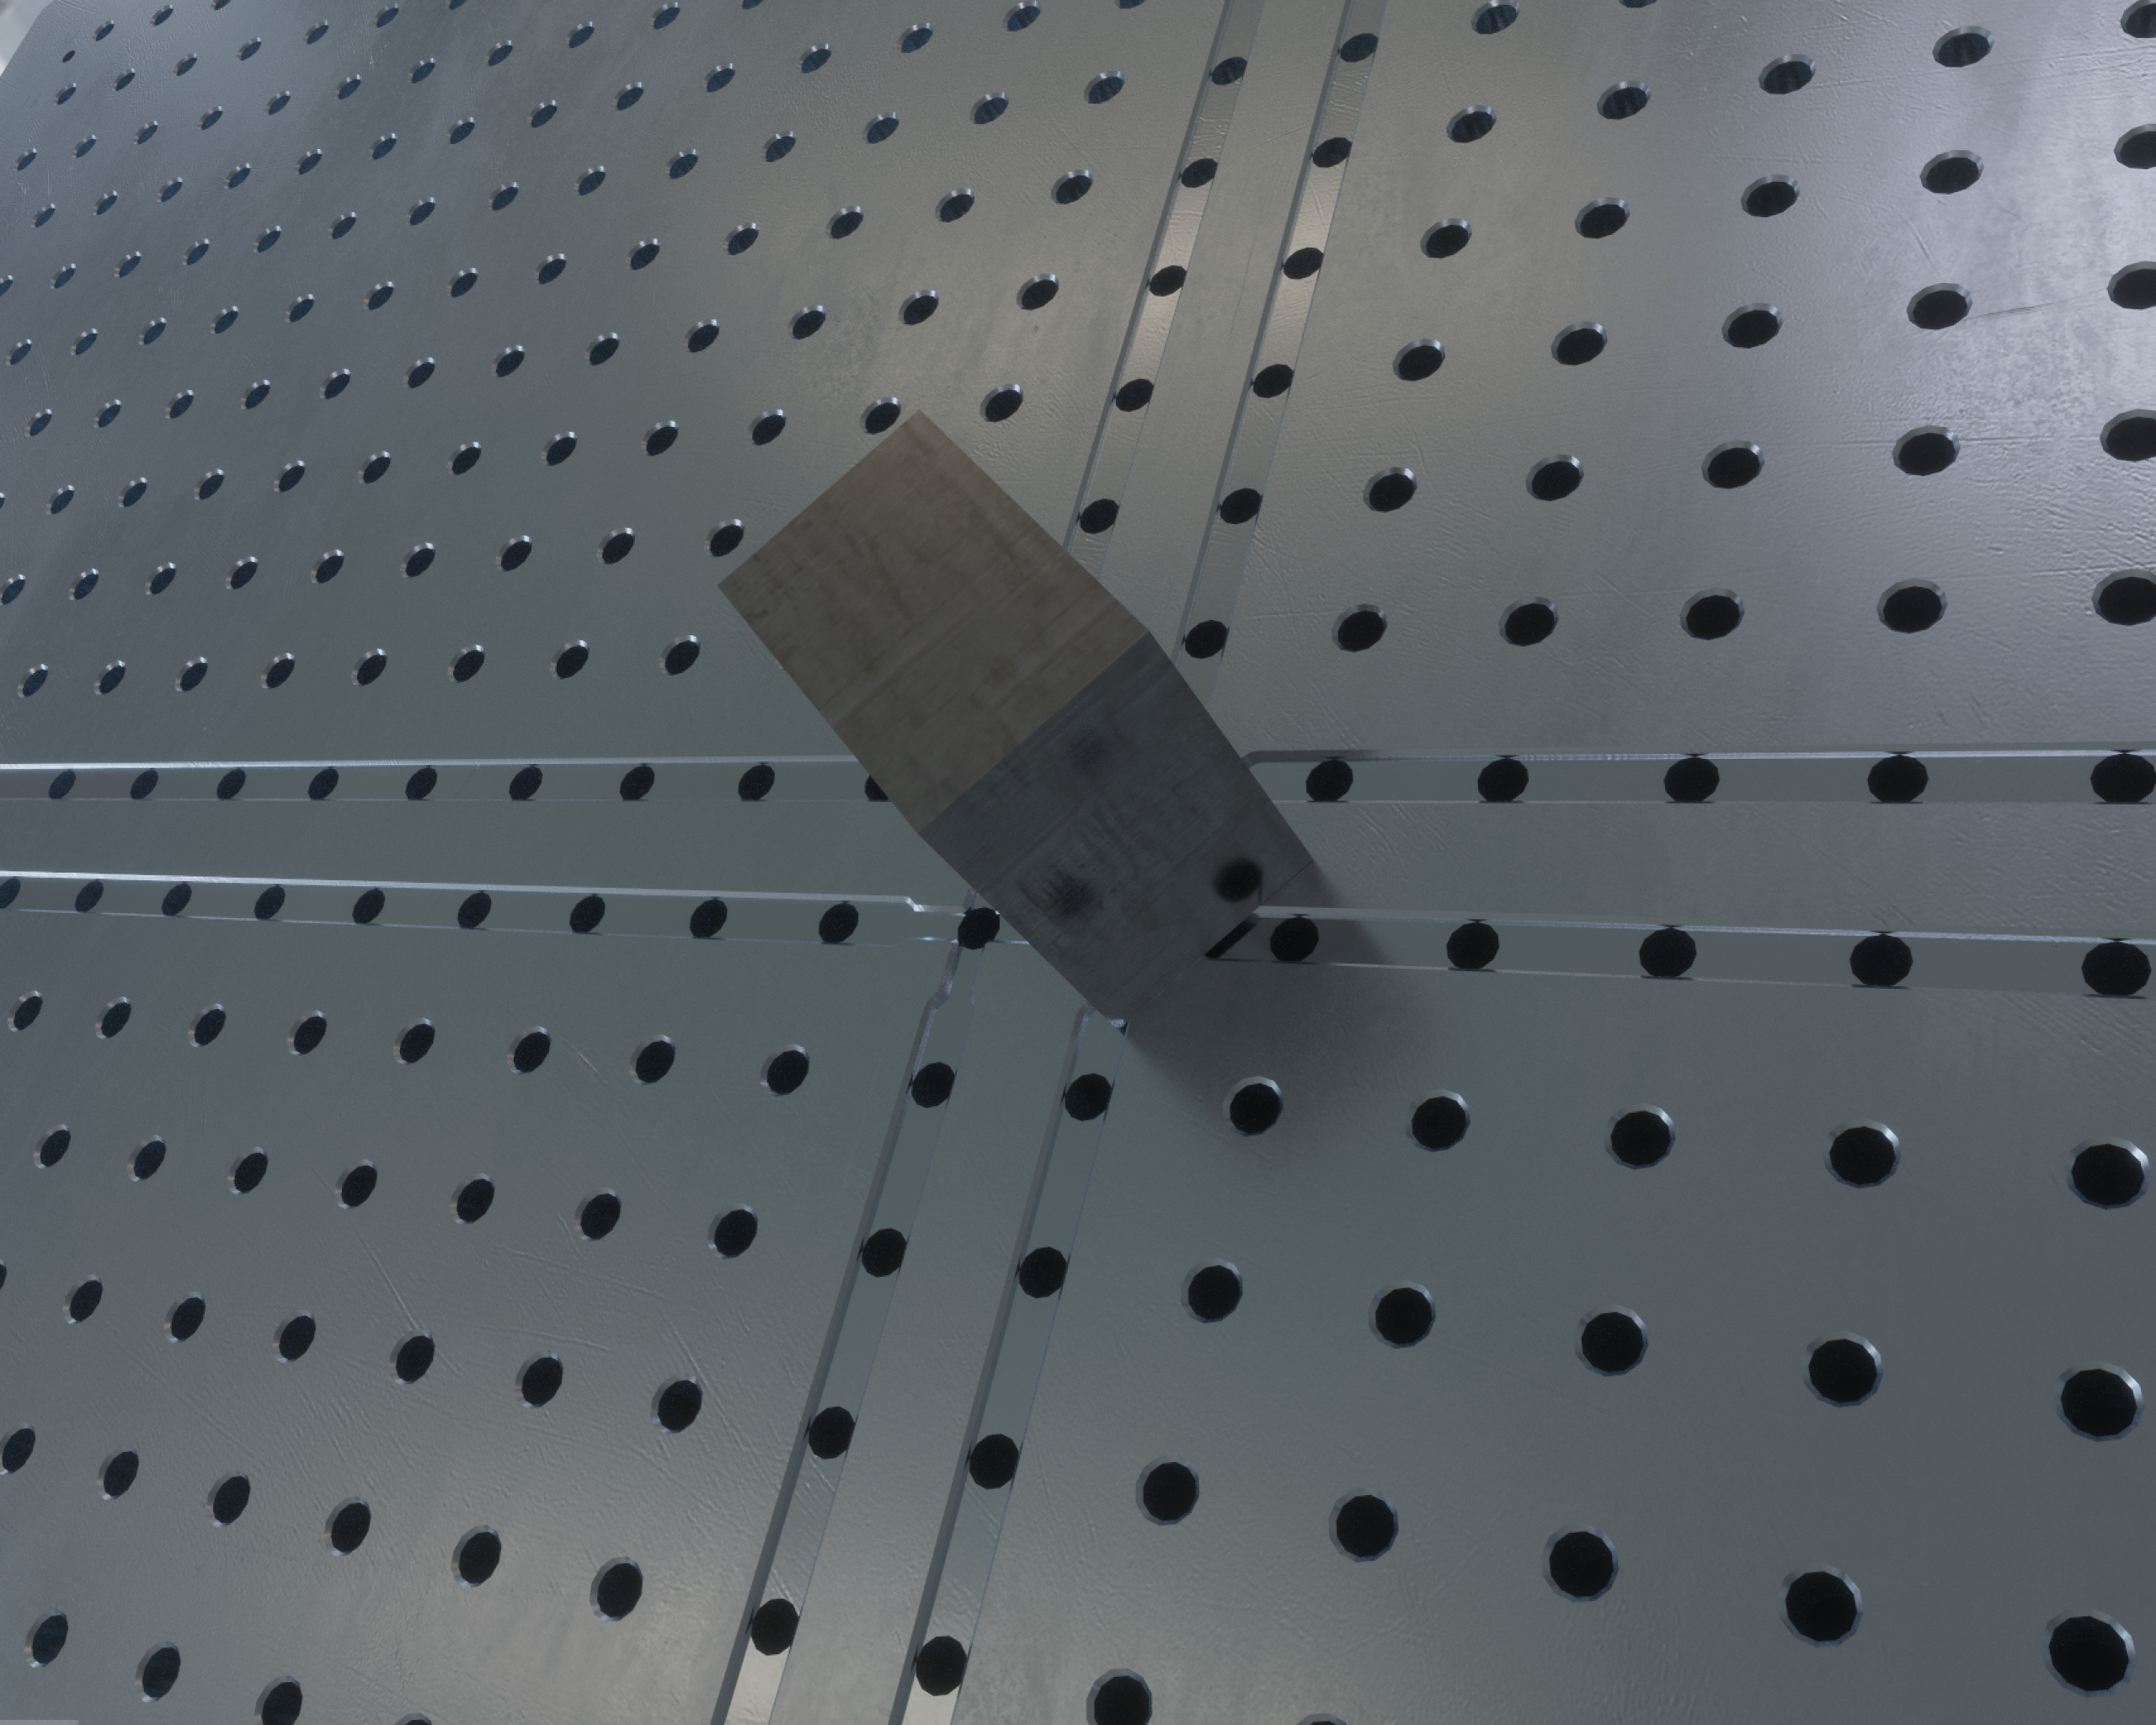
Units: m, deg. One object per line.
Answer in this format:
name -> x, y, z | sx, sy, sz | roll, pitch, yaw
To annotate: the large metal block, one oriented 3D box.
large metal block -> -0.011, -0.026, 0.395 | 0.050, 0.080, 0.080 | -42, 51, 0
